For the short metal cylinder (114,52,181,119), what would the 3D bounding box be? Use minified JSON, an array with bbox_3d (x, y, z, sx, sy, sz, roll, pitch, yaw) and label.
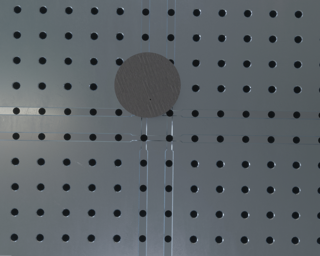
[{"bbox_3d":[-0.015,-0.052,0.400,0.081,0.050,0.080,0,90,0],"label":"short metal cylinder"}]
